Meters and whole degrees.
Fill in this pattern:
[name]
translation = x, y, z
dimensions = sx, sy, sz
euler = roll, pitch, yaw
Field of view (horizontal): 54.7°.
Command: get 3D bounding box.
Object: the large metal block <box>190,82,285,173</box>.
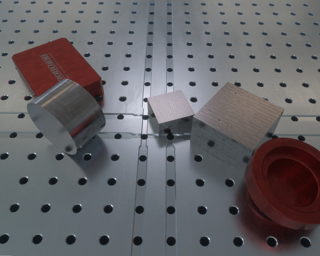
[large metal block]
translation = 0.096, -0.003, 0.394
dimensions = 0.080, 0.050, 0.080
euler = 32, 57, 24

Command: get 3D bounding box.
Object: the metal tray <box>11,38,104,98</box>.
[metal tray]
translation = -0.156, -0.082, 0.472
dimensions = 0.091, 0.030, 0.130
euler = -28, 56, -22

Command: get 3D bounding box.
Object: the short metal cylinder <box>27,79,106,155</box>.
[short metal cylinder]
translation = -0.115, -0.013, 0.382
dimensions = 0.080, 0.080, 0.050
euler = 29, 56, 22

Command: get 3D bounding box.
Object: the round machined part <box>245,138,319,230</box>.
[round machined part]
translation = 0.140, 0.062, 0.338
dimensions = 0.099, 0.042, 0.098
euler = 5, 55, -7

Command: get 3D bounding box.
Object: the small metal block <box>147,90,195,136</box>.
[small metal block]
translation = 0.014, -0.022, 0.426
dimensions = 0.050, 0.025, 0.050
euler = -15, 52, -12
